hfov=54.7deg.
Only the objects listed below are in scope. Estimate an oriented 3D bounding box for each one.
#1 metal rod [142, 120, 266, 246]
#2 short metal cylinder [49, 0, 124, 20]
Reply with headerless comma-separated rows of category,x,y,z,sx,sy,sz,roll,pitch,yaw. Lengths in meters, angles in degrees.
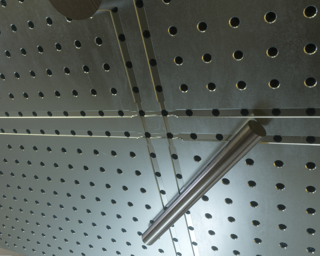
metal rod,0.045,0.096,0.445,0.025,0.025,0.298,37,129,3
short metal cylinder,-0.081,-0.163,0.335,0.080,0.050,0.079,13,124,20
